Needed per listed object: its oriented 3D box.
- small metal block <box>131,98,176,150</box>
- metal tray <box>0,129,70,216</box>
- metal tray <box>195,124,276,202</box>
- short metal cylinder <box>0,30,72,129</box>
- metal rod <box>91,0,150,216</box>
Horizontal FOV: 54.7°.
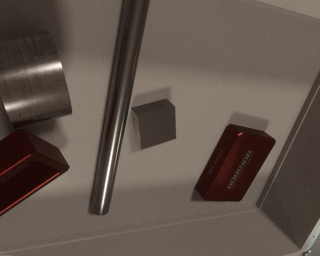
[{"bbox_3d":[-0.008,-0.005,0.403,0.050,0.025,0.050,-17,125,-19],"label":"small metal block"},{"bbox_3d":[-0.170,0.060,0.320,0.130,0.030,0.090,-35,163,-6],"label":"metal tray"},{"bbox_3d":[0.124,0.062,0.514,0.091,0.030,0.129,11,113,-33],"label":"metal tray"},{"bbox_3d":[-0.117,-0.044,0.282,0.050,0.080,0.079,-17,125,-19],"label":"short metal cylinder"},{"bbox_3d":[-0.051,-0.017,0.371,0.025,0.025,0.298,-1,119,-29],"label":"metal rod"}]
